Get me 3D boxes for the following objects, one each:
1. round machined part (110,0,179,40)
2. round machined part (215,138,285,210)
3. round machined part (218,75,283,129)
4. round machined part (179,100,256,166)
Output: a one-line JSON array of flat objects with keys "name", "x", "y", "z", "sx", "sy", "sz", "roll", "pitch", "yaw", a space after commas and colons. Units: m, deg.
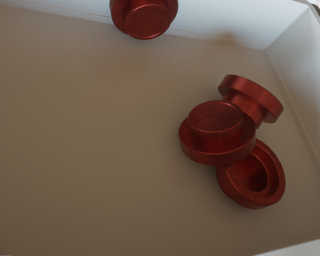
[{"name": "round machined part", "x": -0.021, "y": -0.166, "z": 0.449, "sx": 0.099, "sy": 0.097, "sz": 0.042, "roll": 1, "pitch": 62, "yaw": -28}, {"name": "round machined part", "x": 0.116, "y": 0.062, "z": 0.419, "sx": 0.099, "sy": 0.042, "sz": 0.098, "roll": 14, "pitch": 56, "yaw": -21}, {"name": "round machined part", "x": 0.127, "y": -0.034, "z": 0.460, "sx": 0.098, "sy": 0.098, "sz": 0.042, "roll": 34, "pitch": 88, "yaw": -6}, {"name": "round machined part", "x": 0.073, "y": 0.000, "z": 0.400, "sx": 0.098, "sy": 0.042, "sz": 0.098, "roll": -8, "pitch": 37, "yaw": 6}]
